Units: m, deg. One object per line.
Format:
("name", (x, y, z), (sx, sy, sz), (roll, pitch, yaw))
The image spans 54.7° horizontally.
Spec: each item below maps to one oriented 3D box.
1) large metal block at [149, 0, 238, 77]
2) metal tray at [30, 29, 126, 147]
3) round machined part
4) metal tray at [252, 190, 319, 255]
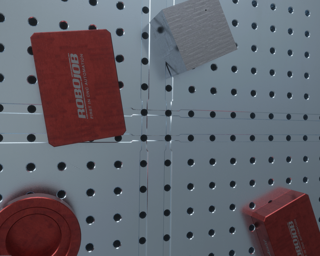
("large metal block", (0.044, -0.124, 0.415), (0.081, 0.050, 0.080), (-26, 99, -18))
("metal tray", (-0.097, -0.049, 0.374), (0.091, 0.030, 0.129), (-10, 94, -20))
("round machined part", (-0.142, 0.123, 0.351), (0.099, 0.042, 0.097), (0, 90, -20))
("metal tray", (0.206, 0.175, 0.486), (0.091, 0.030, 0.129), (-23, 98, -19))
